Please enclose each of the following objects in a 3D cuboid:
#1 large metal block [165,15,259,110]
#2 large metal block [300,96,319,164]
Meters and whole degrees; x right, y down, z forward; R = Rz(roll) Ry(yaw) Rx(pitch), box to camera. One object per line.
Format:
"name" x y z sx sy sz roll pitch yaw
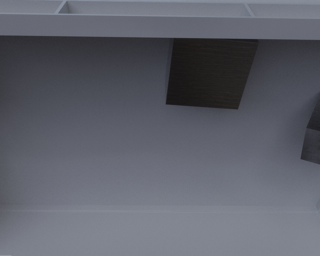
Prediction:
"large metal block" 0.050 -0.069 0.334 0.081 0.050 0.079 4 130 -4
"large metal block" 0.219 0.004 0.358 0.080 0.080 0.050 16 137 30
